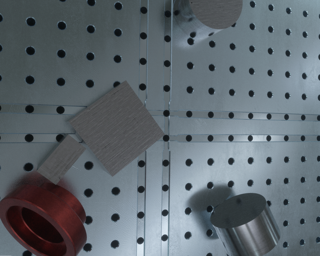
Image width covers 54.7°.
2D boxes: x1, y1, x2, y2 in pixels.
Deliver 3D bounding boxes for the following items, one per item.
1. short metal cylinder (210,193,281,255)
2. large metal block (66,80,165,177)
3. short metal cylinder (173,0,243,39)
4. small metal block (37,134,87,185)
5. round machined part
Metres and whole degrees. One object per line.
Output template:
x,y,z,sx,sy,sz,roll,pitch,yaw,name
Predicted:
0.117,0.134,0.429,0.080,0.080,0.050,-29,100,-18,short metal cylinder
-0.055,0.000,0.380,0.080,0.050,0.080,-39,103,-16,large metal block
0.064,-0.168,0.424,0.081,0.050,0.079,0,90,-20,short metal cylinder
-0.114,0.034,0.358,0.025,0.050,0.050,42,77,-16,small metal block
-0.122,0.099,0.340,0.098,0.098,0.042,53,38,-13,round machined part
